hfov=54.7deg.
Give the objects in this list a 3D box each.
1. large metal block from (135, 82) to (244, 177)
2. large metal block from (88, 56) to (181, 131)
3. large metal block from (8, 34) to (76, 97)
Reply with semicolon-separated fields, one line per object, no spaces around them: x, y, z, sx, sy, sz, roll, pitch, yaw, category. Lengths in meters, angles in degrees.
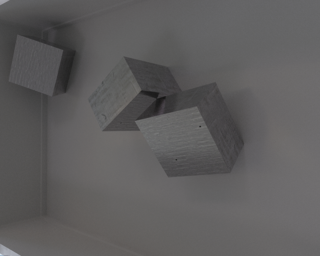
0.033;0.005;0.340;0.080;0.050;0.080;-12;117;39;large metal block
-0.030;-0.039;0.396;0.080;0.081;0.050;-42;65;32;large metal block
-0.202;-0.108;0.534;0.080;0.050;0.079;19;105;3;large metal block
